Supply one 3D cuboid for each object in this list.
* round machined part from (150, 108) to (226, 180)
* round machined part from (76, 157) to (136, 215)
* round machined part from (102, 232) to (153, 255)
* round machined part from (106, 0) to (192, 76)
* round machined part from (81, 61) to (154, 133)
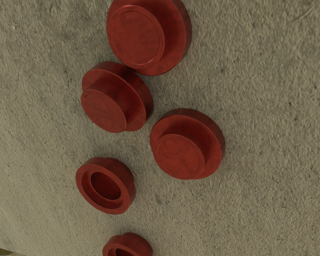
[{"bbox_3d":[0.030,0.027,0.397,0.098,0.042,0.097,13,124,21],"label":"round machined part"},{"bbox_3d":[-0.081,0.086,0.492,0.098,0.042,0.097,13,124,21],"label":"round machined part"},{"bbox_3d":[-0.052,0.231,0.567,0.098,0.042,0.097,13,124,21],"label":"round machined part"},{"bbox_3d":[-0.018,-0.103,0.342,0.098,0.042,0.097,13,124,21],"label":"round machined part"},{"bbox_3d":[-0.061,-0.032,0.394,0.098,0.042,0.097,21,140,20],"label":"round machined part"}]
